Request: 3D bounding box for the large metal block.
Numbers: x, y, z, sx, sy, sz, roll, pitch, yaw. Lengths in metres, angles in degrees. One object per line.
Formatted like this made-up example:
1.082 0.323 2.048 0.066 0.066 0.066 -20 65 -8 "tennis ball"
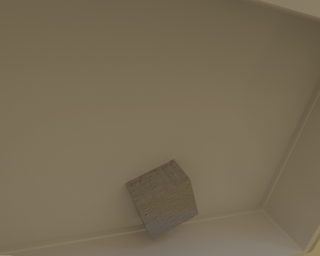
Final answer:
0.004 0.106 0.460 0.080 0.050 0.080 -25 128 -13 "large metal block"
